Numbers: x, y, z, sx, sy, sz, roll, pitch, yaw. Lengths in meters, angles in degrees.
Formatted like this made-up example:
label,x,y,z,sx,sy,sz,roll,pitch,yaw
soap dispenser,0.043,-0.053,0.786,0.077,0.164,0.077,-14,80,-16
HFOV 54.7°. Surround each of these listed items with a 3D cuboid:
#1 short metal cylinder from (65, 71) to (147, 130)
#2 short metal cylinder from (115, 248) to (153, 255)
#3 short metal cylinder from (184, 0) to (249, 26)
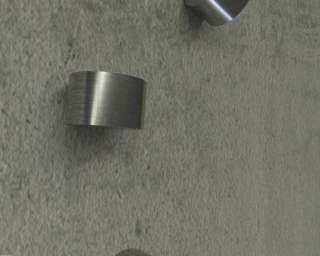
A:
label,x,y,z,sx,sy,sz,roll,pitch,yaw
short metal cylinder,-0.055,-0.025,0.324,0.081,0.080,0.050,6,86,-40
short metal cylinder,-0.026,0.192,0.369,0.081,0.050,0.079,0,90,-40
short metal cylinder,0.081,-0.193,0.439,0.050,0.080,0.080,27,73,-37
